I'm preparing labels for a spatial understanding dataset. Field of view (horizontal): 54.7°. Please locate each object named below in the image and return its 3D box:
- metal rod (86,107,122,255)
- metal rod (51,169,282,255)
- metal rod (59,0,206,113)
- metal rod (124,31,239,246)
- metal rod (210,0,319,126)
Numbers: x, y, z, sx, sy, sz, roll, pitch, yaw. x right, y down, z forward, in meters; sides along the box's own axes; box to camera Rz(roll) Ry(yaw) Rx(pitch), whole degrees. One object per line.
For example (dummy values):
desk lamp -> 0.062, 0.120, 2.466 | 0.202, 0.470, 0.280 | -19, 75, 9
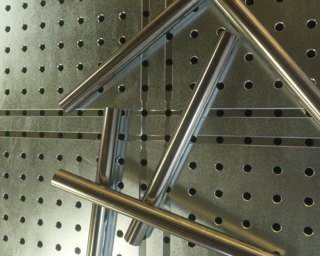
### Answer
metal rod -> -0.085, 0.120, 0.441 | 0.025, 0.025, 0.298 | 9, 93, 19
metal rod -> 0.003, 0.115, 0.387 | 0.301, 0.025, 0.025 | 19, 97, 9
metal rod -> -0.024, -0.118, 0.420 | 0.300, 0.025, 0.025 | -36, 79, 16
metal rod -> 0.024, 0.020, 0.403 | 0.025, 0.025, 0.298 | 27, 99, 17
metal rod -> 0.109, -0.108, 0.356 | 0.025, 0.025, 0.300 | -40, 84, 15
